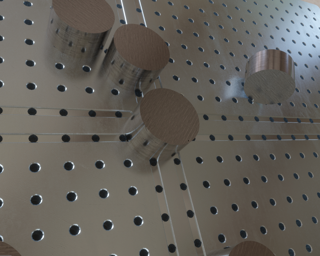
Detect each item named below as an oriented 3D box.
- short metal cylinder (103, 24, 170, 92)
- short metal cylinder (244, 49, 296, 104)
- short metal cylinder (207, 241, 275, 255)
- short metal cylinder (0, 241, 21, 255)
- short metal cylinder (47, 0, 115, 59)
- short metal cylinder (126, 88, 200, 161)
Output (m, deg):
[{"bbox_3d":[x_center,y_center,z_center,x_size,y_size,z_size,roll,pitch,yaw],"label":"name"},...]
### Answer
[{"bbox_3d":[-0.033,-0.098,0.433,0.081,0.050,0.080,14,56,-21],"label":"short metal cylinder"},{"bbox_3d":[0.185,-0.085,0.524,0.080,0.080,0.050,25,53,-13],"label":"short metal cylinder"},{"bbox_3d":[0.090,0.169,0.337,0.081,0.050,0.080,14,56,-21],"label":"short metal cylinder"},{"bbox_3d":[-0.144,0.129,0.235,0.081,0.050,0.080,14,56,-21],"label":"short metal cylinder"},{"bbox_3d":[-0.108,-0.142,0.420,0.081,0.050,0.080,14,56,-21],"label":"short metal cylinder"},{"bbox_3d":[0.003,-0.004,0.396,0.081,0.050,0.080,14,56,-21],"label":"short metal cylinder"}]
